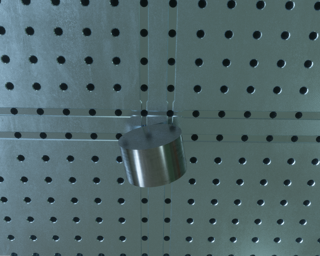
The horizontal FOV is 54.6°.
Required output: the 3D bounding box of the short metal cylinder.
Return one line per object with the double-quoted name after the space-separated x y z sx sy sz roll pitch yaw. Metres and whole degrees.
-0.009 0.033 0.396 0.080 0.080 0.050 -9 110 3 "short metal cylinder"
